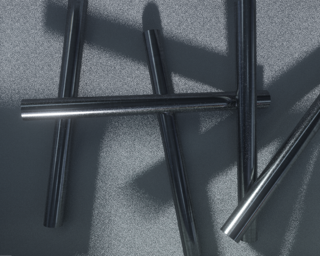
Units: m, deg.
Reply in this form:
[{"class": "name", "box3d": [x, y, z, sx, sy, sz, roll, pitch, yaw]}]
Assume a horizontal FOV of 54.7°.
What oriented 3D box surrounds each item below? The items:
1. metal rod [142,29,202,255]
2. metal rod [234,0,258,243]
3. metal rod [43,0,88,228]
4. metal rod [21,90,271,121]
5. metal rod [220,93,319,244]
[{"class": "metal rod", "box3d": [0.016, 0.020, 0.411, 0.025, 0.025, 0.298, -11, 90, 0]}, {"class": "metal rod", "box3d": [0.108, 0.000, 0.385, 0.025, 0.025, 0.298, -4, 101, 0]}, {"class": "metal rod", "box3d": [-0.125, -0.020, 0.410, 0.025, 0.025, 0.298, 6, 90, 0]}, {"class": "metal rod", "box3d": [-0.007, -0.029, 0.381, 0.302, 0.025, 0.025, -3, 90, -12]}, {"class": "metal rod", "box3d": [0.175, 0.013, 0.389, 0.025, 0.025, 0.300, 40, 81, 0]}]
